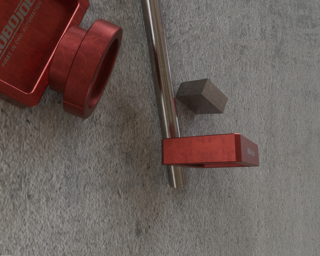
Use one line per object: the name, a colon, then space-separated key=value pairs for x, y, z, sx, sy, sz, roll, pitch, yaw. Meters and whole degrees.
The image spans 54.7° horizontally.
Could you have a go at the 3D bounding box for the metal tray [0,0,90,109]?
metal tray: x=-0.134 y=-0.094 z=0.289 sx=0.090 sy=0.030 sz=0.130 roll=33 pitch=70 yaw=-35

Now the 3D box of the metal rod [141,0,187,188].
metal rod: x=0.003 y=-0.068 z=0.408 sx=0.025 sy=0.025 sz=0.298 roll=-15 pitch=100 yaw=-39

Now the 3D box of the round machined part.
round machined part: x=-0.075 y=-0.061 z=0.306 sx=0.042 sy=0.098 sz=0.098 roll=22 pitch=74 yaw=-5

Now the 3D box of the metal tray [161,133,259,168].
metal tray: x=0.069 y=0.033 z=0.391 sx=0.130 sy=0.090 sz=0.030 roll=19 pitch=68 yaw=-63

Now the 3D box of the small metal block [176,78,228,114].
small metal block: x=0.059 y=-0.043 z=0.441 sx=0.050 sy=0.050 sz=0.025 roll=36 pitch=68 yaw=-35
